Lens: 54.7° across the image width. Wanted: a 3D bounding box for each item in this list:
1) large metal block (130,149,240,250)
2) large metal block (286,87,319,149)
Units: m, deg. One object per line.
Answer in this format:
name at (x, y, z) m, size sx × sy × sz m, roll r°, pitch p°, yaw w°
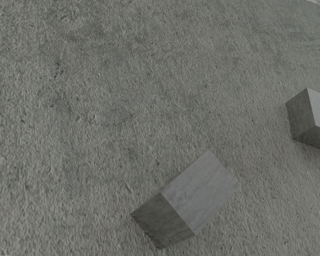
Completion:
large metal block at (0.026, 0.078, 0.335) m, size 0.081 × 0.080 × 0.050 m, roll -35°, pitch 82°, yaw -38°
large metal block at (0.276, -0.014, 0.545) m, size 0.081 × 0.050 × 0.080 m, roll 18°, pitch 55°, yaw -18°
